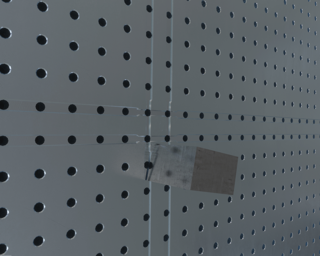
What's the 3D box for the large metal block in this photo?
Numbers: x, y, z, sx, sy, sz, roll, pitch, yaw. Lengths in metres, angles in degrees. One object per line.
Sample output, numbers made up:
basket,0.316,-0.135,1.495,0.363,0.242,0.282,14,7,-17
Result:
large metal block,0.043,0.054,0.408,0.080,0.080,0.050,16,80,-39
